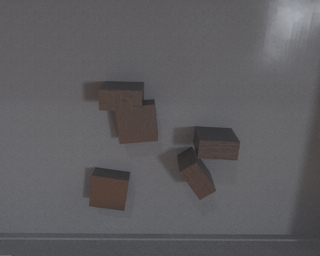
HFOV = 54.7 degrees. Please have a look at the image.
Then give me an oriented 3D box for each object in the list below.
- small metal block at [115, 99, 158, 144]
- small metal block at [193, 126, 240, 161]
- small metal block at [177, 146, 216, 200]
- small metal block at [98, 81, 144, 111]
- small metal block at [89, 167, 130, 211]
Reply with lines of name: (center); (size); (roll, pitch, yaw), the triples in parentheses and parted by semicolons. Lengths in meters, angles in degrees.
small metal block: (-0.030, -0.008, 0.408); (0.050, 0.025, 0.050); (-5, 111, 1)
small metal block: (0.073, 0.019, 0.406); (0.050, 0.050, 0.025); (3, 110, -2)
small metal block: (0.049, 0.060, 0.421); (0.025, 0.050, 0.050); (-32, 107, 11)
small metal block: (-0.046, -0.040, 0.383); (0.050, 0.050, 0.025); (1, 110, -1)
small metal block: (-0.072, 0.087, 0.443); (0.050, 0.025, 0.050); (9, 110, -4)
